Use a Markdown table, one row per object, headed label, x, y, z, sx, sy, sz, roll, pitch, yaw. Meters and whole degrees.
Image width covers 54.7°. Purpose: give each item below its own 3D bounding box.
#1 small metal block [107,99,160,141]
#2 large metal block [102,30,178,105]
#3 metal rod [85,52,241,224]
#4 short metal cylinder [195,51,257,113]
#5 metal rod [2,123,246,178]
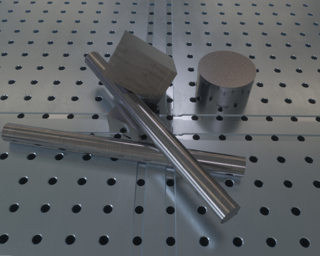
| label | x | y | z | sx | sy | sz | roll | pitch | yaw |
| --- | --- | --- | --- | --- | --- | --- | --- | --- | --- |
| small metal block | -0.035 | -0.016 | 0.421 | 0.050 | 0.025 | 0.050 | 26 | 55 | 20 |
| large metal block | -0.027 | -0.085 | 0.423 | 0.080 | 0.050 | 0.080 | 28 | 22 | -15 |
| metal rod | -0.016 | -0.009 | 0.381 | 0.025 | 0.025 | 0.300 | -28 | 55 | -21 |
| short metal cylinder | 0.093 | -0.067 | 0.449 | 0.081 | 0.050 | 0.080 | 0 | 50 | 0 |
| metal rod | -0.049 | 0.026 | 0.385 | 0.302 | 0.025 | 0.025 | 8 | 51 | 6 |
